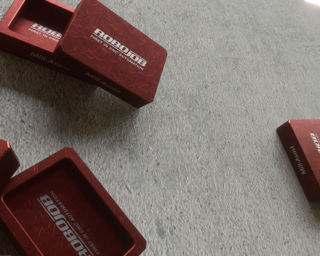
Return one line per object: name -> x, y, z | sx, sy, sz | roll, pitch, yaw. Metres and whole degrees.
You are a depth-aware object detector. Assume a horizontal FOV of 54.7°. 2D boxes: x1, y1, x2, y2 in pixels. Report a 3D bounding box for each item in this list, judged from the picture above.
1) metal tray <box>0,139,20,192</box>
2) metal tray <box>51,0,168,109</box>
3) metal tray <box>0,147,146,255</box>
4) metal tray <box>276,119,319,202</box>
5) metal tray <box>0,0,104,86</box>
metal tray -> -0.189, 0.057, 0.242 | 0.090, 0.030, 0.130 | 16, 51, 10
metal tray -> -0.058, -0.094, 0.397 | 0.131, 0.030, 0.090 | 29, 61, -27
metal tray -> -0.087, 0.093, 0.296 | 0.091, 0.030, 0.130 | -35, 81, -38
metal tray -> 0.256, 0.049, 0.508 | 0.091, 0.030, 0.130 | -2, 63, -29
metal tray -> -0.128, -0.118, 0.403 | 0.131, 0.030, 0.090 | 20, 54, -17
